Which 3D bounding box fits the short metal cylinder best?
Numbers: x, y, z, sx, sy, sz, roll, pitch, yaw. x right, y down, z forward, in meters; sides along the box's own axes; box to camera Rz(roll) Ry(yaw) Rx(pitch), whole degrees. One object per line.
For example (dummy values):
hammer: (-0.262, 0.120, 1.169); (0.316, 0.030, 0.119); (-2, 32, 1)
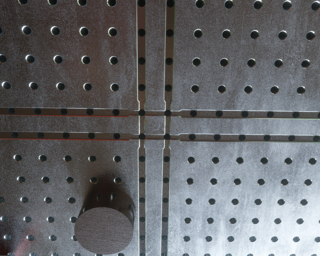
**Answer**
short metal cylinder: (-0.077, 0.134, 0.448); (0.081, 0.050, 0.079); (0, 110, -1)
